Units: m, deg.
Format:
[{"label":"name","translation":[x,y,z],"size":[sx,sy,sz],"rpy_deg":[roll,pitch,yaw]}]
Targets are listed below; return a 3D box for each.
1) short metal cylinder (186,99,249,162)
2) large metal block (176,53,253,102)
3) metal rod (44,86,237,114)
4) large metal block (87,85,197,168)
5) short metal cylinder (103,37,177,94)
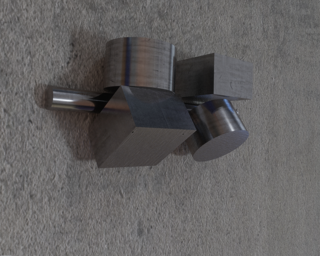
[{"label":"short metal cylinder","translation":[0.073,0.005,0.423],"size":[0.081,0.080,0.050],"rpy_deg":[2,54,-40]},{"label":"large metal block","translation":[0.070,-0.065,0.428],"size":[0.081,0.080,0.050],"rpy_deg":[2,89,-40]},{"label":"metal rod","translation":[0.003,-0.025,0.411],"size":[0.302,0.025,0.025],"rpy_deg":[3,88,-40]},{"label":"large metal block","translation":[-0.022,0.002,0.344],"size":[0.081,0.080,0.050],"rpy_deg":[3,54,-40]},{"label":"short metal cylinder","translation":[-0.022,-0.066,0.351],"size":[0.081,0.080,0.050],"rpy_deg":[4,88,-40]}]
